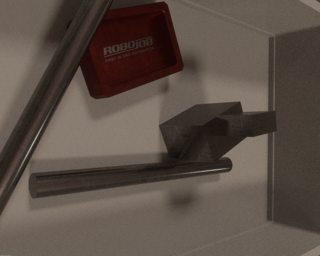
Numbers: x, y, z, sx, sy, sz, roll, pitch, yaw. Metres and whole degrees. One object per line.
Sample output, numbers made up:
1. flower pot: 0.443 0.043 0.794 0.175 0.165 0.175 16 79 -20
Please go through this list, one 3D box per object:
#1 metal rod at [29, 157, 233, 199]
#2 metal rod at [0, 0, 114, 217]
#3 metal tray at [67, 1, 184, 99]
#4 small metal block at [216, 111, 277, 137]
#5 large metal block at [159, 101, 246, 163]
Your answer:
1. metal rod: -0.009 0.058 0.401 0.302 0.025 0.025 1 90 -40
2. metal rod: -0.101 -0.041 0.295 0.025 0.025 0.299 31 79 -36
3. metal tray: -0.035 -0.097 0.375 0.131 0.030 0.089 -27 107 -37
4. small metal block: 0.105 -0.006 0.377 0.050 0.050 0.025 -9 96 -40
5. large metal block: 0.060 0.003 0.424 0.081 0.080 0.050 -30 109 -36
